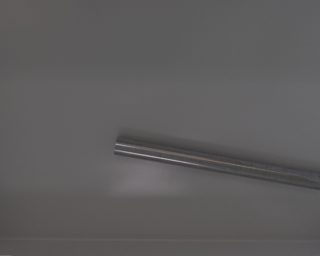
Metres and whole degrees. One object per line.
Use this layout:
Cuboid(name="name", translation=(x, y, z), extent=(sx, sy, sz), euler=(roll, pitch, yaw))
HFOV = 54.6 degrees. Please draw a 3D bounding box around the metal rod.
Cuboid(name="metal rod", translation=(0.088, 0.051, 0.430), extent=(0.302, 0.025, 0.025), euler=(10, 110, -4))
